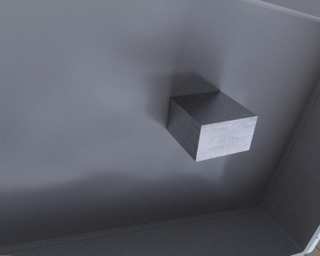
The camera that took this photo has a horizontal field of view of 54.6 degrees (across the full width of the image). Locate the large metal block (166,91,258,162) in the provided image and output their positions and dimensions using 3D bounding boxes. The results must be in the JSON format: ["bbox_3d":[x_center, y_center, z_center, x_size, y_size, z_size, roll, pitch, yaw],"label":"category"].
[{"bbox_3d":[0.064,-0.006,0.403,0.081,0.080,0.050,-9,123,-24],"label":"large metal block"}]
